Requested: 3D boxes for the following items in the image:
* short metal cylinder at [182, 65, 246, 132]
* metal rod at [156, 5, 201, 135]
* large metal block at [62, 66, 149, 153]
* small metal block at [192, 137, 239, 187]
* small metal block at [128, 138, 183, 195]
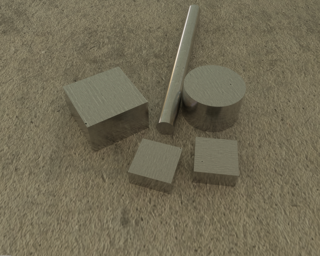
[{"bbox_3d":[0.071,-0.041,0.422,0.081,0.050,0.080,0,50,0],"label":"short metal cylinder"},{"bbox_3d":[0.036,-0.112,0.497,0.025,0.025,0.300,9,50,7],"label":"metal rod"},{"bbox_3d":[-0.070,-0.027,0.409,0.081,0.050,0.080,-25,55,-20],"label":"large metal block"},{"bbox_3d":[0.066,0.040,0.371,0.050,0.025,0.050,5,50,4],"label":"small metal block"},{"bbox_3d":[-0.005,0.044,0.366,0.050,0.025,0.050,14,51,11],"label":"small metal block"}]
